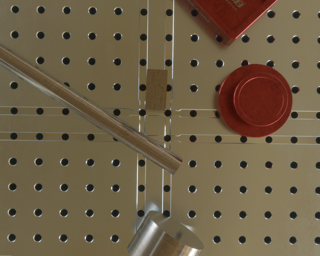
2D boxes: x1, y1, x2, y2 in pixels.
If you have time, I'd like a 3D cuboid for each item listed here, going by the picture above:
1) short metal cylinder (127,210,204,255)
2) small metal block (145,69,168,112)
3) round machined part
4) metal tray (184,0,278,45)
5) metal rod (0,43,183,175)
[{"bbox_3d":[0.007,0.147,0.386,0.080,0.080,0.050,31,90,-1],"label":"short metal cylinder"},{"bbox_3d":[-0.004,-0.047,0.401,0.025,0.050,0.050,3,90,0],"label":"small metal block"},{"bbox_3d":[0.126,-0.036,0.407,0.099,0.042,0.097,0,90,-1],"label":"round machined part"},{"bbox_3d":[0.082,-0.189,0.411,0.090,0.030,0.130,-43,91,0],"label":"metal tray"},{"bbox_3d":[-0.103,-0.028,0.411,0.301,0.025,0.025,32,90,-1],"label":"metal rod"}]
